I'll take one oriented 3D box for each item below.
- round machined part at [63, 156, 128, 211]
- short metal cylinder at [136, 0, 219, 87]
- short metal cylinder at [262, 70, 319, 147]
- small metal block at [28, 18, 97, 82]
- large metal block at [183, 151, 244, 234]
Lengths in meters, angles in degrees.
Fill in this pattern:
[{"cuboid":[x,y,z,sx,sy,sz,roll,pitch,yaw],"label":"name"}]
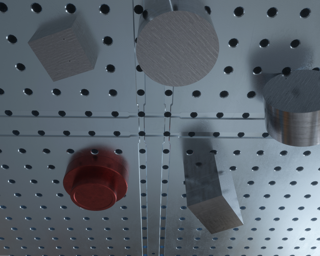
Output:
[{"cuboid":[-0.099,0.091,0.477,0.099,0.042,0.097,-1,130,0],"label":"round machined part"},{"cuboid":[0.017,-0.090,0.319,0.081,0.050,0.079,0,130,0],"label":"short metal cylinder"},{"cuboid":[0.162,-0.024,0.358,0.080,0.080,0.050,-12,129,10],"label":"short metal cylinder"},{"cuboid":[-0.104,-0.084,0.338,0.050,0.025,0.050,-15,129,12],"label":"small metal block"},{"cuboid":[0.078,0.096,0.459,0.050,0.080,0.080,-24,127,18],"label":"large metal block"}]
